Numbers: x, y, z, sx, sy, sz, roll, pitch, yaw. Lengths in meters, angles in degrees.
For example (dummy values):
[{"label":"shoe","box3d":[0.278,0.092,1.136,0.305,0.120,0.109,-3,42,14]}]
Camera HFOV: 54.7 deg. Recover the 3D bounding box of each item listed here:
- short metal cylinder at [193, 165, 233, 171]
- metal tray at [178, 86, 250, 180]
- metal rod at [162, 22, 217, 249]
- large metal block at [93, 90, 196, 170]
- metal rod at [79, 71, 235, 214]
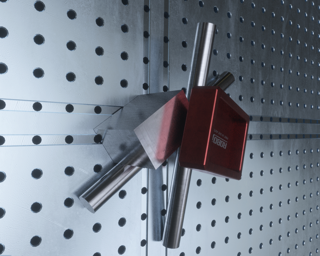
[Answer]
[{"label":"short metal cylinder","box3d":[0.072,0.026,0.454,0.081,0.050,0.079,0,90,-40]},{"label":"metal tray","box3d":[0.072,0.012,0.376,0.130,0.030,0.090,25,74,-57]},{"label":"metal rod","box3d":[0.038,0.013,0.413,0.025,0.025,0.298,5,96,-40]},{"label":"large metal block","box3d":[-0.015,0.000,0.361,0.080,0.080,0.050,-41,116,-32]},{"label":"metal rod","box3d":[0.015,0.002,0.424,0.302,0.025,0.025,-41,115,-32]}]
